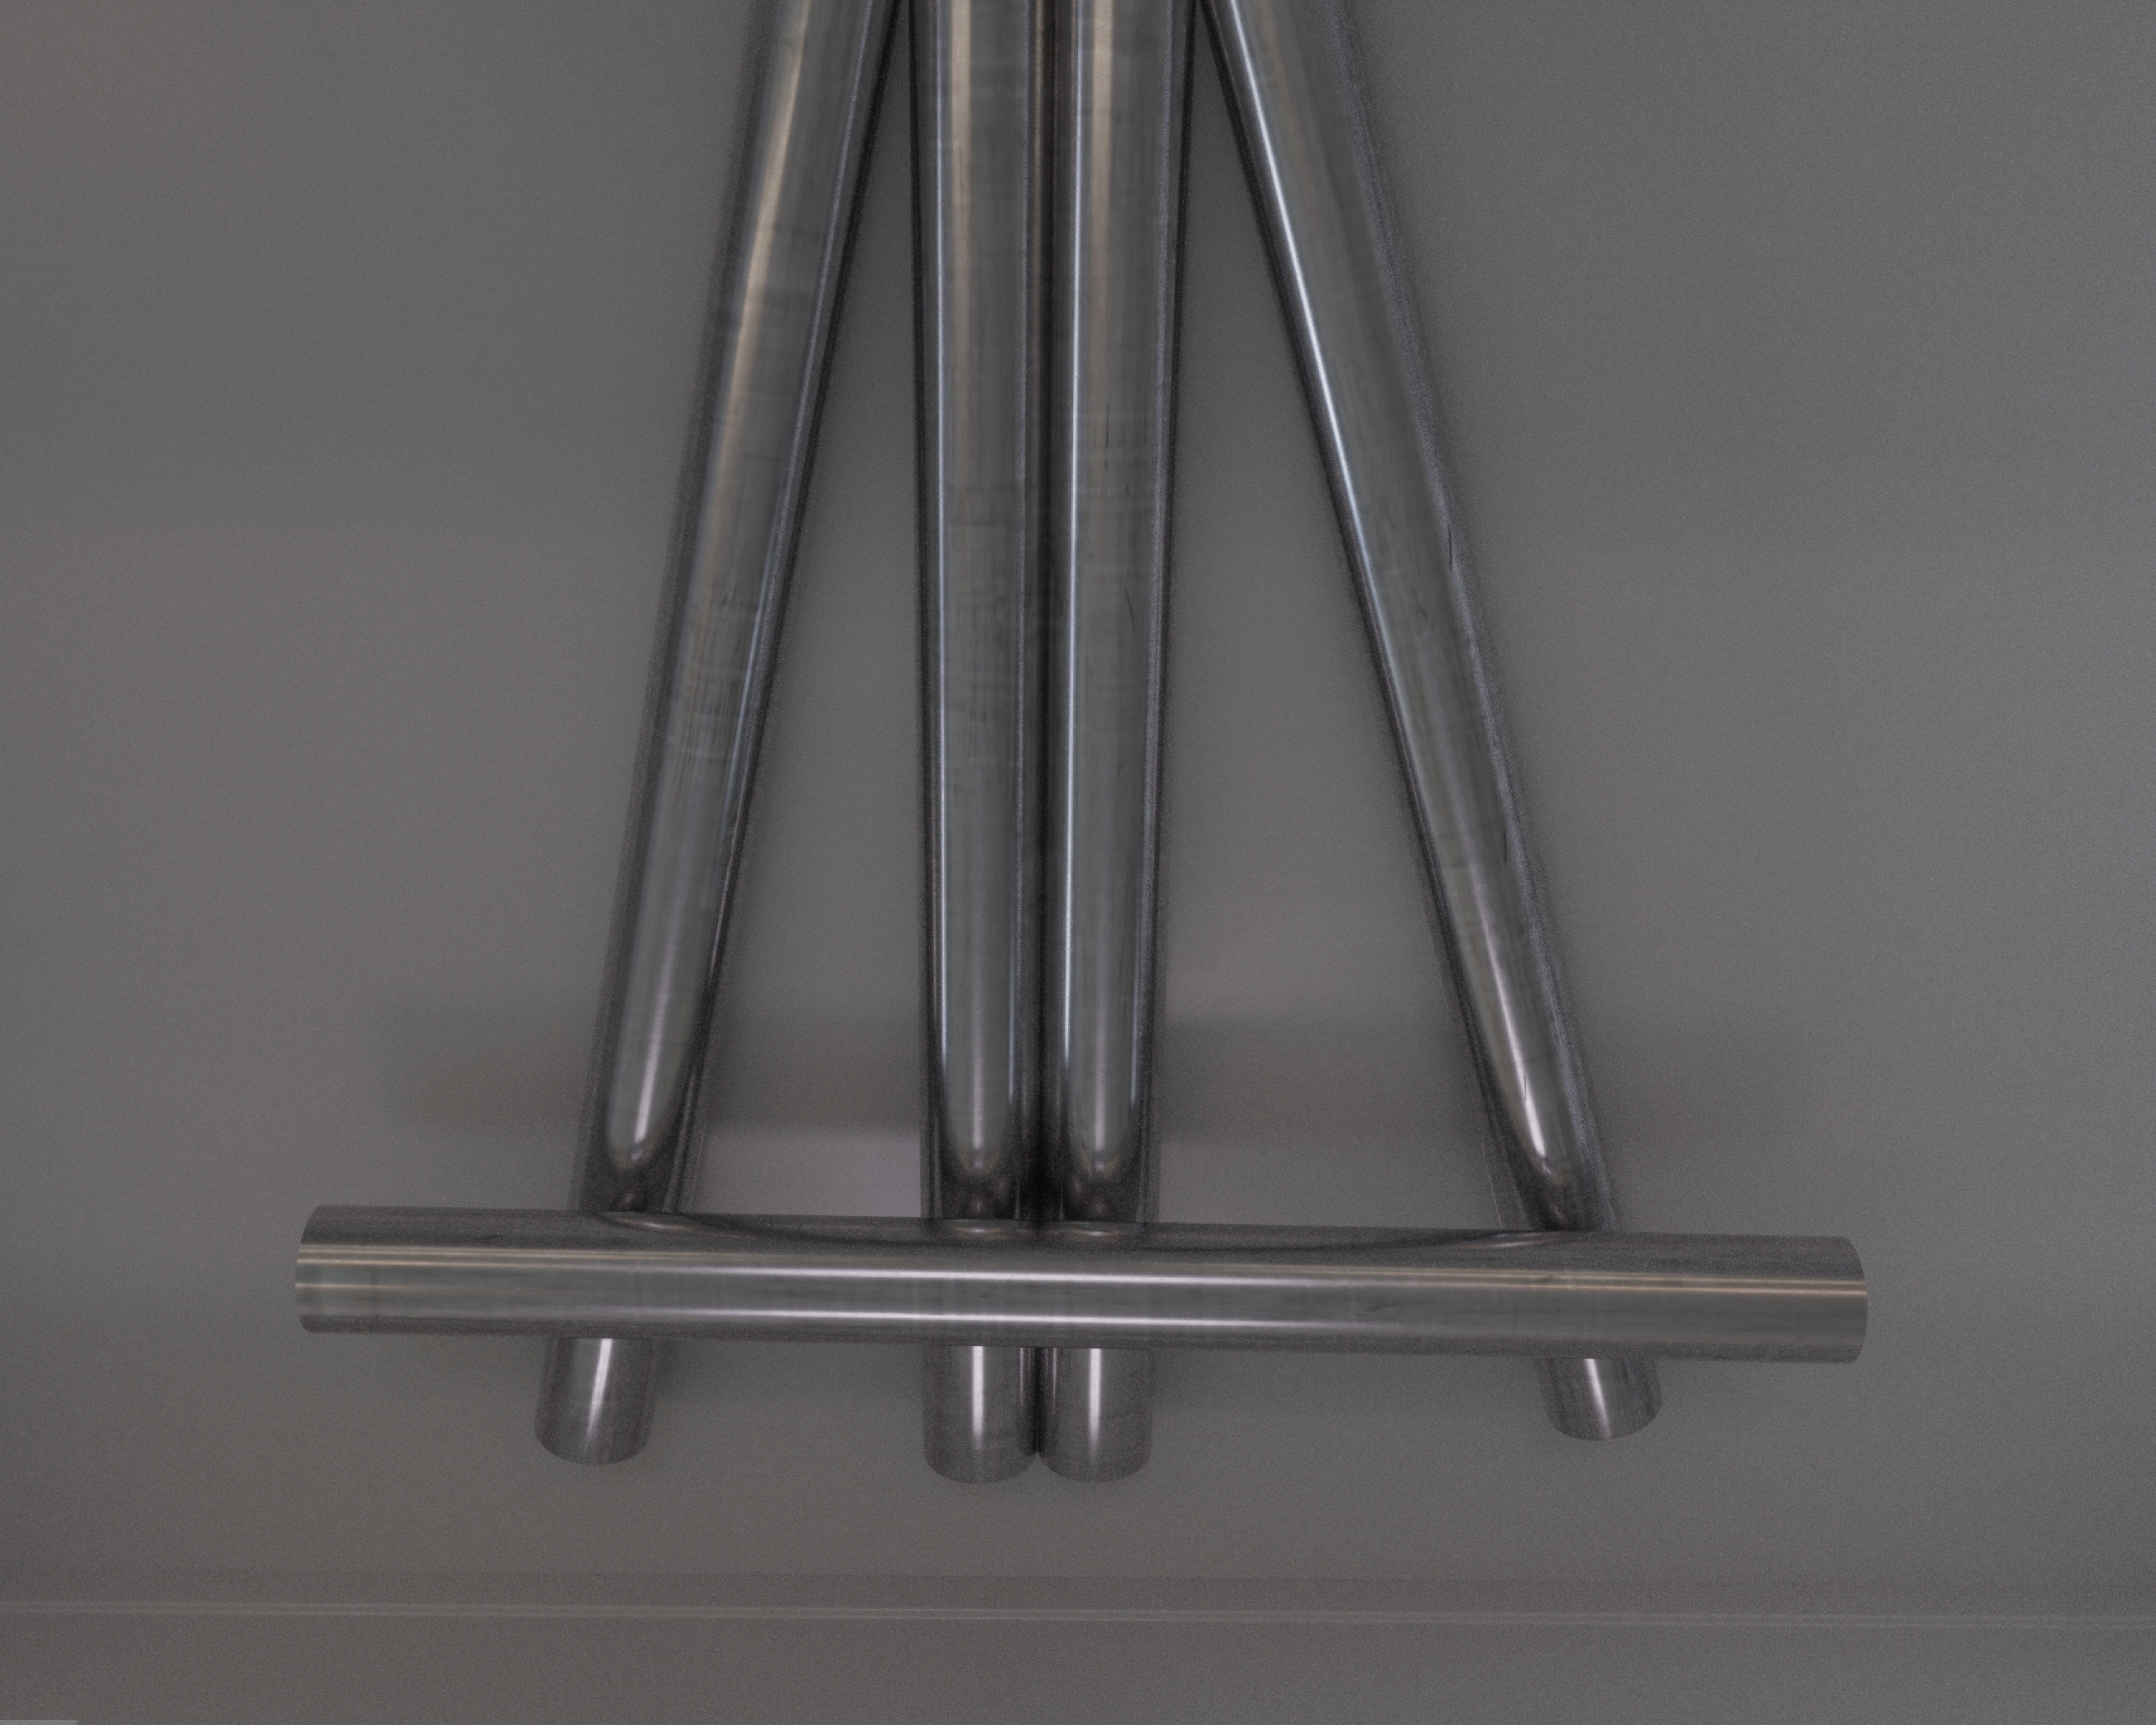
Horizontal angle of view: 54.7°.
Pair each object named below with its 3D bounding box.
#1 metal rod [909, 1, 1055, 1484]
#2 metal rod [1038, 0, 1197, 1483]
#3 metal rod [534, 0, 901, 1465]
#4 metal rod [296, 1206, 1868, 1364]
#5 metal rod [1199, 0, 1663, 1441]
[{"bbox_3d":[-0.019,-0.011,0.406,0.025,0.025,0.298,1,110,-1],"label":"metal rod"},{"bbox_3d":[0.006,-0.011,0.406,0.025,0.025,0.298,1,110,0],"label":"metal rod"},{"bbox_3d":[-0.074,-0.013,0.404,0.025,0.025,0.298,11,110,-4],"label":"metal rod"},{"bbox_3d":[0.001,0.083,0.413,0.302,0.025,0.025,1,110,-1],"label":"metal rod"},{"bbox_3d":[0.074,-0.017,0.404,0.025,0.025,0.298,-15,110,5],"label":"metal rod"}]
